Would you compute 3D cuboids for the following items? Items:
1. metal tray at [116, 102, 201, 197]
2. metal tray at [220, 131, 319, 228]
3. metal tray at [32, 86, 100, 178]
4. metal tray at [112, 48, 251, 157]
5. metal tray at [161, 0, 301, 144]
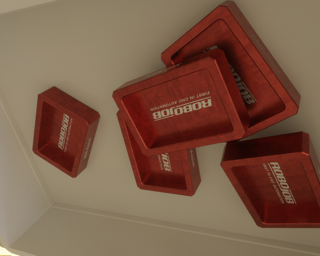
[{"bbox_3d":[0.001,0.029,0.422,0.090,0.030,0.129,2,120,27],"label":"metal tray"},{"bbox_3d":[0.136,0.066,0.353,0.090,0.030,0.130,-12,127,33],"label":"metal tray"},{"bbox_3d":[-0.152,0.010,0.491,0.090,0.030,0.129,30,128,8],"label":"metal tray"},{"bbox_3d":[0.021,-0.022,0.341,0.130,0.030,0.090,-14,111,34],"label":"metal tray"},{"bbox_3d":[0.074,-0.054,0.332,0.090,0.030,0.130,-32,101,38],"label":"metal tray"}]
